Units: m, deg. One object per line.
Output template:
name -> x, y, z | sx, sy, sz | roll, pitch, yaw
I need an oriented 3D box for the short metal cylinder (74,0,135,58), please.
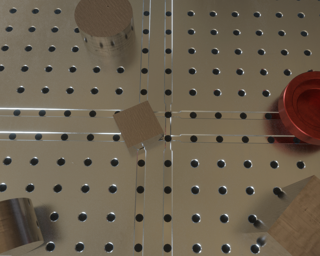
short metal cylinder -> -0.078, -0.151, 0.453 | 0.081, 0.050, 0.080 | 0, 70, 0

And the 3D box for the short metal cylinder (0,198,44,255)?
short metal cylinder -> -0.175, 0.117, 0.338 | 0.080, 0.080, 0.050 | -23, 72, -8

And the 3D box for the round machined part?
round machined part -> 0.207, -0.023, 0.414 | 0.099, 0.042, 0.098 | 0, 70, -1

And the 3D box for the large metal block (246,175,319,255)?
large metal block -> 0.151, 0.106, 0.346 | 0.050, 0.080, 0.080 | 43, 75, 14

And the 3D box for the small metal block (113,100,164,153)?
small metal block -> -0.028, -0.002, 0.412 | 0.050, 0.025, 0.050 | -24, 72, -9
